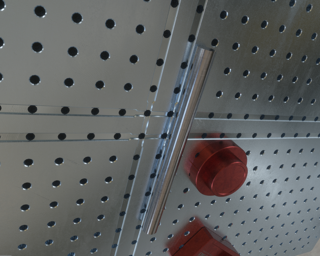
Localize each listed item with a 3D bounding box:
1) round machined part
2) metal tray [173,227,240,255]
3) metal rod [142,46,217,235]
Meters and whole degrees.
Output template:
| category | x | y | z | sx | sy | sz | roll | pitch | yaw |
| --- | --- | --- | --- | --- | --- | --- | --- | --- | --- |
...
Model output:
| category | x | y | z | sx | sy | sz | roll | pitch | yaw |
| --- | --- | --- | --- | --- | --- | --- | --- | --- | --- |
| round machined part | 0.101 | 0.072 | 0.500 | 0.099 | 0.042 | 0.097 | -14 | 124 | -21 |
| metal tray | 0.095 | 0.258 | 0.618 | 0.090 | 0.030 | 0.130 | -45 | 129 | 3 |
| metal rod | 0.020 | 0.033 | 0.442 | 0.025 | 0.025 | 0.298 | 2 | 118 | -29 |
